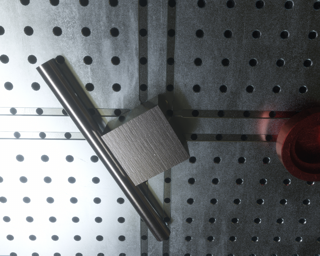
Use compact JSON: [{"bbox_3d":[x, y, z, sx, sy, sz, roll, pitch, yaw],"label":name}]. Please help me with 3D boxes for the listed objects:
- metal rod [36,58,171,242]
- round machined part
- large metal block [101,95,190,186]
[{"bbox_3d":[-0.069,0.042,0.428,0.025,0.025,0.299,-28,108,10],"label":"metal rod"},{"bbox_3d":[0.204,0.019,0.413,0.099,0.042,0.097,0,110,0],"label":"round machined part"},{"bbox_3d":[-0.017,0.015,0.406,0.080,0.050,0.080,-29,108,10],"label":"large metal block"}]
